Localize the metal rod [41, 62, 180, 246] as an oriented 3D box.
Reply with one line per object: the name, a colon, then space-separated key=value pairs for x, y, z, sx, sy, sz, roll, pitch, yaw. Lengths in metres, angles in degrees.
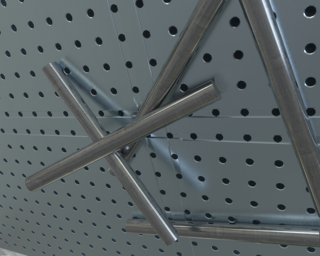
metal rod: x=-0.070 y=0.035 z=0.437 sx=0.025 sy=0.025 sz=0.299 roll=-36 pitch=89 yaw=38

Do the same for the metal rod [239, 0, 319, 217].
metal rod: x=0.135 y=-0.027 z=0.322 sx=0.025 sy=0.025 sz=0.299 roll=-15 pitch=111 yaw=34

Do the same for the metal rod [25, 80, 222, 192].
metal rod: x=-0.062 y=0.019 z=0.403 sx=0.300 sy=0.025 sz=0.025 roll=-27 pitch=105 yaw=20

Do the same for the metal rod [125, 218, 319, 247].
metal rod: x=0.074 y=0.154 z=0.466 sx=0.300 sy=0.025 sz=0.025 roll=-8 pitch=115 yaw=31

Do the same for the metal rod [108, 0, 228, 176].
metal rod: x=-0.007 y=-0.032 z=0.393 sx=0.025 sy=0.025 sz=0.298 roll=36 pitch=129 yaw=4
